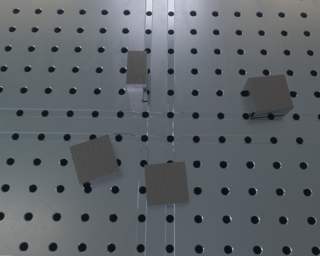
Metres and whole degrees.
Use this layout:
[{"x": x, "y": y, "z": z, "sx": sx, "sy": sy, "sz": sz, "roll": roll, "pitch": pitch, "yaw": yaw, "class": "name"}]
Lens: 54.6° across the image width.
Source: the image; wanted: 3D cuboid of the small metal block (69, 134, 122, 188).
[{"x": -0.082, "y": 0.042, "z": 0.396, "sx": 0.050, "sy": 0.025, "sz": 0.050, "roll": -19, "pitch": 71, "yaw": -7, "class": "small metal block"}]

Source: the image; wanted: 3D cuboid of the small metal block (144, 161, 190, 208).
[{"x": 0.008, "y": 0.071, "z": 0.386, "sx": 0.050, "sy": 0.025, "sz": 0.050, "roll": -5, "pitch": 70, "yaw": -2, "class": "small metal block"}]

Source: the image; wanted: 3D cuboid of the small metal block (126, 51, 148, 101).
[{"x": -0.030, "y": -0.070, "z": 0.424, "sx": 0.025, "sy": 0.050, "sz": 0.050, "roll": 0, "pitch": 70, "yaw": 0, "class": "small metal block"}]

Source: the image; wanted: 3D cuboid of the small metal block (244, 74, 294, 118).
[{"x": 0.149, "y": -0.044, "z": 0.429, "sx": 0.050, "sy": 0.025, "sz": 0.050, "roll": -6, "pitch": 70, "yaw": -2, "class": "small metal block"}]
